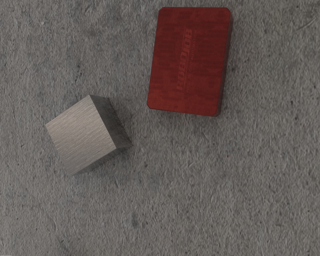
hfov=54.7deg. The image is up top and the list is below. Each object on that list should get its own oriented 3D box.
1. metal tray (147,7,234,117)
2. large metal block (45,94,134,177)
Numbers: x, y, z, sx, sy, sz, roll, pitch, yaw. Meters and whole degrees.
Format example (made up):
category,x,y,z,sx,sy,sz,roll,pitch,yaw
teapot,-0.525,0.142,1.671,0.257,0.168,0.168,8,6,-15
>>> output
category,x,y,z,sx,sy,sz,roll,pitch,yaw
metal tray,0.038,-0.083,0.393,0.090,0.030,0.129,8,93,19
large metal block,-0.097,0.010,0.430,0.080,0.050,0.080,-31,80,17
